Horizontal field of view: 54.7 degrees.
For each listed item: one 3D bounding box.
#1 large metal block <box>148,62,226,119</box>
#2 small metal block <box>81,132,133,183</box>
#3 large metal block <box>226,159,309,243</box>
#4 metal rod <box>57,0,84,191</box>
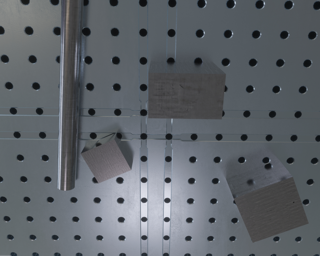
[{"bbox_3d":[0.028,-0.047,0.367,0.081,0.080,0.050,1,110,-1],"label":"large metal block"},{"bbox_3d":[-0.072,0.041,0.428,0.050,0.025,0.050,-23,109,8],"label":"small metal block"},{"bbox_3d":[0.150,0.103,0.439,0.080,0.050,0.080,-23,109,8],"label":"large metal block"},{"bbox_3d":[-0.114,-0.056,0.391,0.025,0.025,0.298,7,110,-3],"label":"metal rod"}]
